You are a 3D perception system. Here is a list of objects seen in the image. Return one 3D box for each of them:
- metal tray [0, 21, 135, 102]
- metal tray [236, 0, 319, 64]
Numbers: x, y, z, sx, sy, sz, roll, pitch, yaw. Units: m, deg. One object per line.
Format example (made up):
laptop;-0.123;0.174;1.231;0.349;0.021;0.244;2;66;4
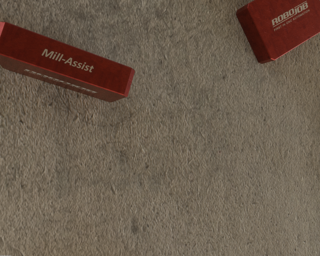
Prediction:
metal tray;-0.102;-0.064;0.336;0.131;0.090;0.030;17;85;-19
metal tray;0.191;-0.168;0.476;0.131;0.030;0.090;-32;101;-17
